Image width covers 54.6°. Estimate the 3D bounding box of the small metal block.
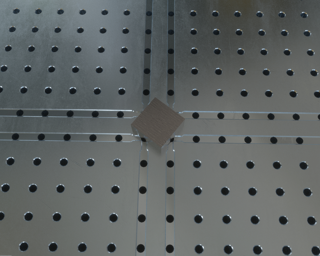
[{"bbox_3d":[-0.002,-0.004,0.413,0.050,0.025,0.050,37,74,12],"label":"small metal block"}]
